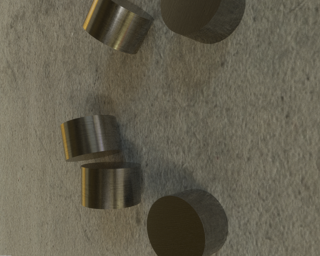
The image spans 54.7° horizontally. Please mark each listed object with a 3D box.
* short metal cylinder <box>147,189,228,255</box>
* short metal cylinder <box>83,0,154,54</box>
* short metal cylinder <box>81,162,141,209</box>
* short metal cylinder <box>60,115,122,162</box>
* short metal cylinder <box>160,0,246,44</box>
[{"bbox_3d":[0.031,0.115,0.361,0.080,0.050,0.079,0,90,39],"label":"short metal cylinder"},{"bbox_3d":[-0.055,-0.141,0.412,0.080,0.081,0.050,46,117,30],"label":"short metal cylinder"},{"bbox_3d":[-0.066,0.075,0.421,0.080,0.081,0.050,0,90,39],"label":"short metal cylinder"},{"bbox_3d":[-0.099,0.016,0.448,0.080,0.081,0.050,-19,78,38],"label":"short metal cylinder"},{"bbox_3d":[0.048,-0.140,0.348,0.080,0.050,0.079,0,90,39],"label":"short metal cylinder"}]
